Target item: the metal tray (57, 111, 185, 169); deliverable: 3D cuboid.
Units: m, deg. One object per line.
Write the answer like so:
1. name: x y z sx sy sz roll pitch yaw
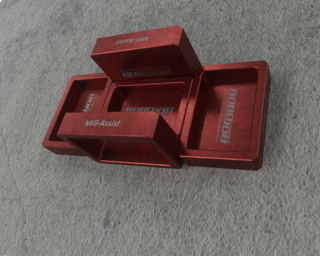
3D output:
1. metal tray: -0.045 0.016 0.374 0.130 0.090 0.030 0 62 28

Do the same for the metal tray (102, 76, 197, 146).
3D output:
1. metal tray: -0.018 -0.023 0.424 0.130 0.030 0.090 1 62 28

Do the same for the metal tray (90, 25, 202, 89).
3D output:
1. metal tray: -0.017 -0.089 0.426 0.130 0.090 0.030 0 62 28

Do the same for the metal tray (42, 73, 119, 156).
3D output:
1. metal tray: -0.116 -0.022 0.474 0.090 0.030 0.130 1 62 28

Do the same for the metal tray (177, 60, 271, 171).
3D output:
1. metal tray: 0.079 -0.017 0.371 0.090 0.030 0.130 1 62 28
